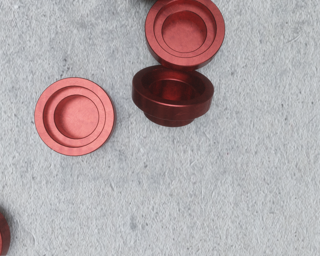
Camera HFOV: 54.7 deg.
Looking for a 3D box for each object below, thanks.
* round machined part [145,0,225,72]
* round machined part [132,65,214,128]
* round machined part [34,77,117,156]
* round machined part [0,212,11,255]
[{"bbox_3d":[0.030,-0.119,0.397,0.099,0.042,0.097,0,82,-1],"label":"round machined part"},{"bbox_3d":[0.014,-0.037,0.383,0.099,0.098,0.042,7,128,0],"label":"round machined part"},{"bbox_3d":[-0.105,-0.014,0.400,0.099,0.042,0.097,0,90,0],"label":"round machined part"},{"bbox_3d":[-0.242,0.141,0.400,0.099,0.042,0.097,0,90,0],"label":"round machined part"}]
